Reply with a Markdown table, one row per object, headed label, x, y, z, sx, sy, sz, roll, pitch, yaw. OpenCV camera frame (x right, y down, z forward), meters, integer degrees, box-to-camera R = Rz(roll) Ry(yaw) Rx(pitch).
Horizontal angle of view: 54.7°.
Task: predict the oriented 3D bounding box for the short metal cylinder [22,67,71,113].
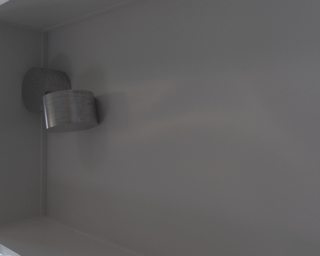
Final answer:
| label | x | y | z | sx | sy | sz | roll | pitch | yaw |
| --- | --- | --- | --- | --- | --- | --- | --- | --- | --- |
| short metal cylinder | -0.205 | -0.067 | 0.561 | 0.080 | 0.050 | 0.080 | 0 | 90 | 40 |

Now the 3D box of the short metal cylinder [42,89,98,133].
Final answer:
| label | x | y | z | sx | sy | sz | roll | pitch | yaw |
| --- | --- | --- | --- | --- | --- | --- | --- | --- | --- |
| short metal cylinder | -0.141 | -0.025 | 0.488 | 0.080 | 0.081 | 0.050 | -16 | 80 | 39 |
